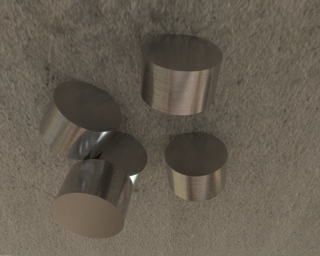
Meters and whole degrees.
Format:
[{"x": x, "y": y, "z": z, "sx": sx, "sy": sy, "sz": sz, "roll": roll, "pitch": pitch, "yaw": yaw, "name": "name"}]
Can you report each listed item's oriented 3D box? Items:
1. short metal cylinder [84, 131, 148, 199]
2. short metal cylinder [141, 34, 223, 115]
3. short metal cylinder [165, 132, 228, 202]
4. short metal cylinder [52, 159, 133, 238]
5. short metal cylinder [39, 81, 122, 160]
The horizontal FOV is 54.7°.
[{"x": -0.063, "y": 0.049, "z": 0.412, "sx": 0.081, "sy": 0.080, "sz": 0.050, "roll": 15, "pitch": 128, "yaw": -13, "name": "short metal cylinder"}, {"x": 0.021, "y": -0.057, "z": 0.323, "sx": 0.081, "sy": 0.080, "sz": 0.050, "roll": 2, "pitch": 130, "yaw": -3, "name": "short metal cylinder"}, {"x": 0.049, "y": 0.051, "z": 0.415, "sx": 0.080, "sy": 0.080, "sz": 0.050, "roll": -5, "pitch": 130, "yaw": 3, "name": "short metal cylinder"}, {"x": -0.075, "y": 0.082, "z": 0.357, "sx": 0.080, "sy": 0.050, "sz": 0.079, "roll": 4, "pitch": 128, "yaw": 6, "name": "short metal cylinder"}, {"x": -0.092, "y": -0.009, "z": 0.362, "sx": 0.080, "sy": 0.080, "sz": 0.050, "roll": 24, "pitch": 126, "yaw": -20, "name": "short metal cylinder"}]
